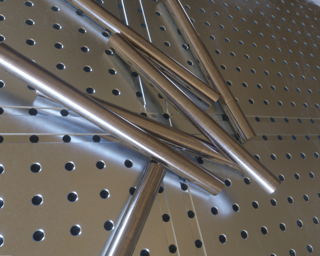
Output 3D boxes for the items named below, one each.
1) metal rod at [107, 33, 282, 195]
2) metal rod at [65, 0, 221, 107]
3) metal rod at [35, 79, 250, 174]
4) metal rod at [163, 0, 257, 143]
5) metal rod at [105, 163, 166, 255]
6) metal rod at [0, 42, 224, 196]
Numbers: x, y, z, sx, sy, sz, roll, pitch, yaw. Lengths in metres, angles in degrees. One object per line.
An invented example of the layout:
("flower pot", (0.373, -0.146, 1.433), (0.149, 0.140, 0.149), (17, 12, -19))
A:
("metal rod", (0.039, -0.026, 0.421), (0.300, 0.025, 0.025), (44, 51, 11))
("metal rod", (-0.036, -0.130, 0.467), (0.301, 0.025, 0.025), (35, 51, -5))
("metal rod", (-0.005, 0.004, 0.402), (0.302, 0.025, 0.025), (21, 54, -16))
("metal rod", (0.075, -0.111, 0.515), (0.025, 0.025, 0.299), (-13, 68, -33))
("metal rod", (-0.055, 0.157, 0.282), (0.025, 0.025, 0.301), (32, 52, -8))
("metal rod", (-0.048, -0.001, 0.363), (0.301, 0.025, 0.025), (32, 51, -15))
